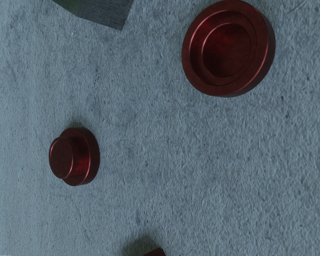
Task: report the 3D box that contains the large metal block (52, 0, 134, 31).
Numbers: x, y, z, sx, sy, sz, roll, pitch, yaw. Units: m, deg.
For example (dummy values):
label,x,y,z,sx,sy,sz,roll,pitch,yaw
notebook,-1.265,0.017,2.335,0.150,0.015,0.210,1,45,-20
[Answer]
label,x,y,z,sx,sy,sz,roll,pitch,yaw
large metal block,-0.099,-0.188,0.449,0.080,0.081,0.050,39,114,33

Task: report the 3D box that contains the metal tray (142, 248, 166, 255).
label,x,y,z,sx,sy,sz,roll,pitch,yaw
metal tray,-0.007,0.238,0.405,0.090,0.030,0.130,-42,65,31

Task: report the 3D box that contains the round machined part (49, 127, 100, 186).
label,x,y,z,sx,sy,sz,roll,pitch,yaw
round machined part,-0.147,0.048,0.512,0.098,0.042,0.097,0,90,39

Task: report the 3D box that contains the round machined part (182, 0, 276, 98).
label,x,y,z,sx,sy,sz,roll,pitch,yaw
round machined part,0.075,-0.081,0.331,0.098,0.042,0.097,0,90,39
